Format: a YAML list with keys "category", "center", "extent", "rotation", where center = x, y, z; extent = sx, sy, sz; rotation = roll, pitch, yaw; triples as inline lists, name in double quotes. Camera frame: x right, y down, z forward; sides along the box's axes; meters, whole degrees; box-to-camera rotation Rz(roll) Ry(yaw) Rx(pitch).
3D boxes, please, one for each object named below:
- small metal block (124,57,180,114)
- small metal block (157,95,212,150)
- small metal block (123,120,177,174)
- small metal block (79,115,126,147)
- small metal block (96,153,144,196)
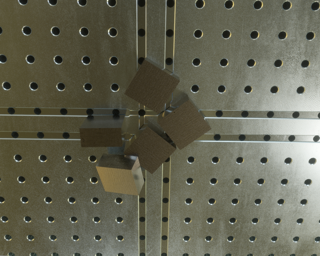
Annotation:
- category: "small metal block"
  center: [-0.010, -0.054, 0.393]
  extent: [0.050, 0.025, 0.050]
  rotation: [30, 107, -11]
- category: "small metal block"
  center: [0.032, -0.007, 0.411]
  extent: [0.050, 0.025, 0.050]
  rotation: [-36, 107, 12]
- category: "small metal block"
  center: [-0.014, 0.026, 0.423]
  extent: [0.050, 0.025, 0.050]
  rotation: [39, 105, -14]
- category: "small metal block"
  center: [-0.072, 0.003, 0.400]
  extent: [0.050, 0.050, 0.025]
  rotation: [-1, 110, 0]
- category: "small metal block"
  center: [-0.053, 0.063, 0.421]
  extent: [0.050, 0.025, 0.050]
  rotation: [3, 129, 17]
